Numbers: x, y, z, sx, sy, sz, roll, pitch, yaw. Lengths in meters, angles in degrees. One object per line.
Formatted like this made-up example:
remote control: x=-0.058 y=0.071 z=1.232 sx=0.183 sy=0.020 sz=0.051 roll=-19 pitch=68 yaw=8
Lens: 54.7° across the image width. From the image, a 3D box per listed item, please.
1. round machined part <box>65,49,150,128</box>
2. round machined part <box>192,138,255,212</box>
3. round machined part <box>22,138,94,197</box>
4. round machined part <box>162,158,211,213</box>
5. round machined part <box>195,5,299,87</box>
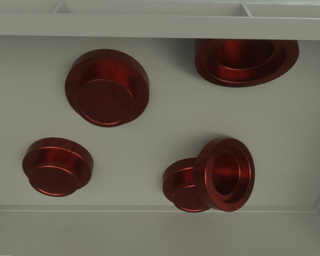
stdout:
round machined part: x=-0.062 y=-0.039 z=0.364 sx=0.099 sy=0.042 sz=0.097 roll=-1 pitch=130 yaw=0
round machined part: x=0.084 y=0.063 z=0.429 sx=0.098 sy=0.098 sz=0.042 roll=38 pitch=156 yaw=-28
round machined part: x=-0.149 y=0.063 z=0.450 sx=0.099 sy=0.042 sz=0.097 roll=-1 pitch=130 yaw=0
round machined part: x=0.053 y=0.095 z=0.480 sx=0.099 sy=0.042 sz=0.097 roll=0 pitch=130 yaw=0
round machined part: x=0.084 y=-0.084 z=0.312 sx=0.099 sy=0.042 sz=0.098 roll=2 pitch=157 yaw=1
